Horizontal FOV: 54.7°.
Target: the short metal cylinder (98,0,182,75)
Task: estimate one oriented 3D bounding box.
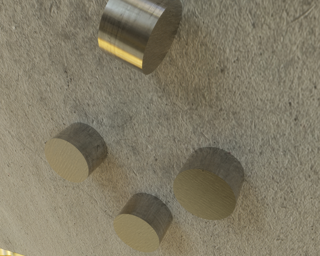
[{"bbox_3d":[-0.019,-0.102,0.318,0.050,0.080,0.079,29,128,10],"label":"short metal cylinder"}]

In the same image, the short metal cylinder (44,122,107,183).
[{"bbox_3d":[-0.130,0.038,0.483,0.080,0.050,0.079,13,124,21],"label":"short metal cylinder"}]

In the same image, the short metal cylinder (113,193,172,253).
[{"bbox_3d":[-0.027,0.152,0.499,0.080,0.050,0.079,13,124,21],"label":"short metal cylinder"}]

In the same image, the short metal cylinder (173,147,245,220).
[{"bbox_3d":[0.064,0.071,0.401,0.080,0.050,0.079,13,124,21],"label":"short metal cylinder"}]
